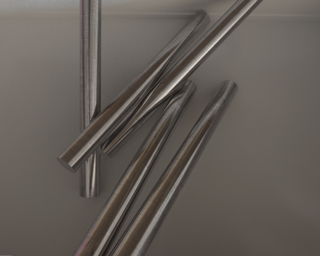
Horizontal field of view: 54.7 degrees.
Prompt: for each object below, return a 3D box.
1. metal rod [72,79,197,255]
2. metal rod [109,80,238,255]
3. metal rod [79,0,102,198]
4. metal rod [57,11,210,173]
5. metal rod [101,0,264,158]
[{"bbox_3d":[-0.017,0.037,0.330,0.025,0.025,0.301,23,46,8],"label":"metal rod"},{"bbox_3d":[0.028,0.034,0.334,0.025,0.025,0.301,29,48,10],"label":"metal rod"},{"bbox_3d":[-0.083,-0.067,0.371,0.025,0.025,0.298,1,94,0],"label":"metal rod"},{"bbox_3d":[-0.017,-0.064,0.400,0.025,0.025,0.301,33,61,11],"label":"metal rod"},{"bbox_3d":[0.032,-0.078,0.406,0.025,0.025,0.300,43,86,14],"label":"metal rod"}]
